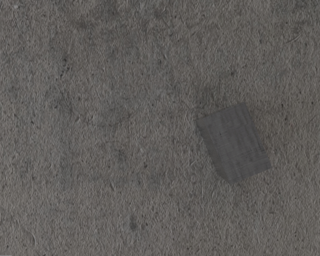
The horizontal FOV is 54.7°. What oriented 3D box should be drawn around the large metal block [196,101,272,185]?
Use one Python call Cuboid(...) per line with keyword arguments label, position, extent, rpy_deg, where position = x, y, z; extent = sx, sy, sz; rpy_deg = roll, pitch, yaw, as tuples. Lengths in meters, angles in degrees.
Cuboid(label="large metal block", position=(0.086, 0.017, 0.383), extent=(0.050, 0.080, 0.080), rpy_deg=(-23, 90, 0))
